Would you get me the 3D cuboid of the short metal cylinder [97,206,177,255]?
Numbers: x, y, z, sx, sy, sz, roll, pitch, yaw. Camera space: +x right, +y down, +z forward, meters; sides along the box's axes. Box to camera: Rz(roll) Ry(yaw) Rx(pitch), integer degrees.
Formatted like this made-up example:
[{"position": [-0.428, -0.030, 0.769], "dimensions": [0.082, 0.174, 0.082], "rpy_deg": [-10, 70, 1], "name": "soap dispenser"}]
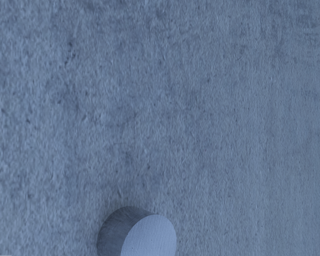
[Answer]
[{"position": [-0.027, 0.138, 0.368], "dimensions": [0.081, 0.050, 0.079], "rpy_deg": [0, 90, -40], "name": "short metal cylinder"}]
